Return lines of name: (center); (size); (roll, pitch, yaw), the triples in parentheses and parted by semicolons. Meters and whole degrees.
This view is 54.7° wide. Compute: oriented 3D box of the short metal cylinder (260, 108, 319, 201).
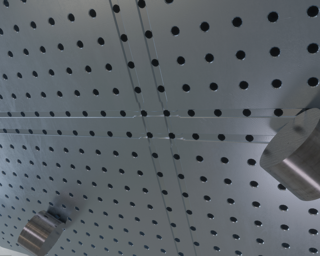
short metal cylinder: (0.149, 0.026, 0.313); (0.050, 0.080, 0.080); (41, 129, 0)

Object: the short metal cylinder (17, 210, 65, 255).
short metal cylinder: (-0.244, 0.218, 0.639); (0.050, 0.080, 0.079); (29, 128, 9)
